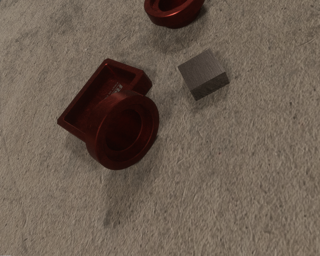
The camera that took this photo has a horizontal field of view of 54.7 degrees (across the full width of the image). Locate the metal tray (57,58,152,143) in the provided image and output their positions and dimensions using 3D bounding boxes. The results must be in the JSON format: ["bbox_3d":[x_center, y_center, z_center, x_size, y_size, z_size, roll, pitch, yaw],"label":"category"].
[{"bbox_3d":[-0.084,-0.038,0.465,0.090,0.030,0.130,26,76,36],"label":"metal tray"}]

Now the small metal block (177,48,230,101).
[{"bbox_3d":[0.058,-0.072,0.417,0.050,0.025,0.050,-28,52,10],"label":"small metal block"}]

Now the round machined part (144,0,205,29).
[{"bbox_3d":[0.027,-0.200,0.500,0.098,0.042,0.098,-13,56,20],"label":"round machined part"}]

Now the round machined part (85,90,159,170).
[{"bbox_3d":[-0.050,-0.001,0.383,0.042,0.098,0.098,29,77,37],"label":"round machined part"}]
